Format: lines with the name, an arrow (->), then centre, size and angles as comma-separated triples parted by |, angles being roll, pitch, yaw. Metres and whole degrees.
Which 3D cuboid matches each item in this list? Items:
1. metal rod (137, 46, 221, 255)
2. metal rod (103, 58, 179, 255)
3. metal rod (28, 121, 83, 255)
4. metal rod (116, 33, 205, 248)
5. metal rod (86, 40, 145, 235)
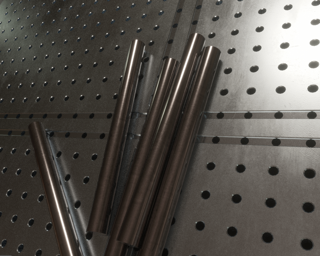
metal rod -> 0.028, 0.025, 0.377 | 0.025, 0.025, 0.300 | 5, 64, 30
metal rod -> -0.020, 0.037, 0.394 | 0.025, 0.025, 0.300 | 2, 62, 29
metal rod -> -0.141, 0.096, 0.420 | 0.025, 0.025, 0.300 | -36, 51, 4
metal rod -> 0.010, -0.004, 0.394 | 0.025, 0.025, 0.300 | 4, 60, 29
metal rod -> -0.056, -0.005, 0.439 | 0.025, 0.025, 0.299 | -6, 59, 25
